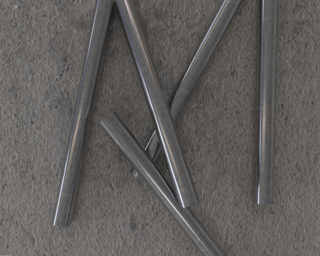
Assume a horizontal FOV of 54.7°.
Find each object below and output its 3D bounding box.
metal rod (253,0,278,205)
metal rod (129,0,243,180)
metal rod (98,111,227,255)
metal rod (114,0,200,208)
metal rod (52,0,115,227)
[{"bbox_3d":[0.140,-0.050,0.410,0.025,0.025,0.298,1,90,0],"label":"metal rod"},{"bbox_3d":[0.042,-0.068,0.410,0.025,0.025,0.299,28,90,0],"label":"metal rod"},{"bbox_3d":[0.026,0.106,0.392,0.025,0.025,0.300,-37,97,0],"label":"metal rod"},{"bbox_3d":[-0.010,-0.050,0.390,0.025,0.025,0.299,-18,82,0],"label":"metal rod"},{"bbox_3d":[-0.101,-0.020,0.408,0.025,0.025,0.298,11,90,0],"label":"metal rod"}]
